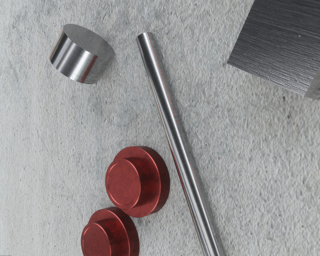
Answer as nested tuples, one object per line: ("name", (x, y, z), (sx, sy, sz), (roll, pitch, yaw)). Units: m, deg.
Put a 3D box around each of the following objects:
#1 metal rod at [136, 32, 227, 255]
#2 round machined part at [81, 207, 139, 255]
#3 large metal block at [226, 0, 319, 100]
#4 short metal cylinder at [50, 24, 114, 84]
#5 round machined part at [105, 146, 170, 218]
("metal rod", (0.022, 0.016, 0.386), (0.025, 0.025, 0.299), (-28, 73, 36))
("round machined part", (-0.080, 0.170, 0.460), (0.098, 0.042, 0.097), (0, 90, 40))
("large metal block", (0.123, -0.080, 0.287), (0.080, 0.050, 0.079), (34, 111, 34))
("short metal cylinder", (-0.117, -0.111, 0.465), (0.050, 0.081, 0.080), (-52, 60, 27))
("round machined part", (-0.037, 0.074, 0.425), (0.098, 0.042, 0.097), (0, 90, 40))
